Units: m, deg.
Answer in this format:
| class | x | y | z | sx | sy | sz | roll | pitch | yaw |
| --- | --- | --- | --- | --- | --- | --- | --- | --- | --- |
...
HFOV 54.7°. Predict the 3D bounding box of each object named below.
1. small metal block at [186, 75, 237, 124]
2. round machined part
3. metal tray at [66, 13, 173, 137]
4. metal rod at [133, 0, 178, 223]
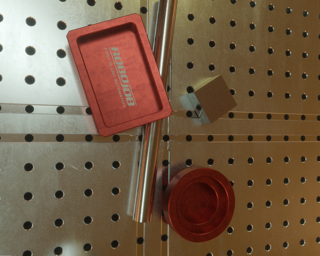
| class | x | y | z | sx | sy | sz | roll | pitch | yaw |
| --- | --- | --- | --- | --- | --- | --- | --- | --- | --- |
| small metal block | 0.074 | -0.040 | 0.441 | 0.050 | 0.025 | 0.050 | -34 | 101 | -17 |
| round machined part | 0.049 | 0.101 | 0.423 | 0.099 | 0.042 | 0.097 | 0 | 90 | -21 |
| metal tray | -0.048 | -0.063 | 0.377 | 0.091 | 0.030 | 0.129 | -18 | 91 | -8 |
| metal rod | -0.006 | -0.028 | 0.411 | 0.025 | 0.025 | 0.298 | 8 | 87 | -20 |
